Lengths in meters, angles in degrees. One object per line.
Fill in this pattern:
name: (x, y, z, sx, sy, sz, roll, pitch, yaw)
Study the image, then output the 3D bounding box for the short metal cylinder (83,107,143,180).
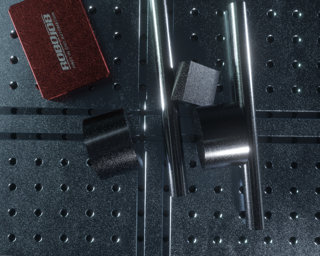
short metal cylinder: (-0.057, 0.019, 0.385, 0.050, 0.080, 0.080, -17, 90, 0)

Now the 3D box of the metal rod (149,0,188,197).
metal rod: (0.009, -0.059, 0.413, 0.025, 0.025, 0.298, -6, 90, 0)

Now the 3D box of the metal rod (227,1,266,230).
metal rod: (0.116, -0.016, 0.414, 0.025, 0.025, 0.298, -5, 90, -1)

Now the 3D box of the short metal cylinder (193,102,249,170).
short metal cylinder: (0.073, 0.010, 0.387, 0.050, 0.080, 0.080, -8, 90, 0)

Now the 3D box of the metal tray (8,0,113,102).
metal tray: (-0.129, -0.110, 0.409, 0.090, 0.030, 0.129, -22, 90, -1)

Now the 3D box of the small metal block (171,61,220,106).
small metal block: (0.046, -0.055, 0.402, 0.050, 0.025, 0.050, 12, 90, -34)
